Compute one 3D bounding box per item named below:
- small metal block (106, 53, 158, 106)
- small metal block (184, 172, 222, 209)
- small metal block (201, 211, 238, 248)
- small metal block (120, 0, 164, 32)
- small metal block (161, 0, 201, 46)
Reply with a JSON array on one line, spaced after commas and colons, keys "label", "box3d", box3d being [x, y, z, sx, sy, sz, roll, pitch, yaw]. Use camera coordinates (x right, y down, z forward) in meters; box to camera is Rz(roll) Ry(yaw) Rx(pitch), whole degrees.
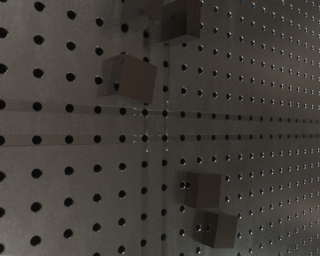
[{"label": "small metal block", "box3d": [-0.034, -0.058, 0.383, 0.050, 0.025, 0.050, 15, 81, -39]}, {"label": "small metal block", "box3d": [0.065, 0.093, 0.467, 0.050, 0.025, 0.050, 9, 84, -40]}, {"label": "small metal block", "box3d": [0.096, 0.162, 0.493, 0.050, 0.025, 0.050, 19, 78, -39]}, {"label": "small metal block", "box3d": [-0.021, -0.151, 0.376, 0.025, 0.050, 0.050, 10, 84, -40]}, {"label": "small metal block", "box3d": [0.027, -0.143, 0.418, 0.025, 0.050, 0.050, 2, 89, -40]}]
